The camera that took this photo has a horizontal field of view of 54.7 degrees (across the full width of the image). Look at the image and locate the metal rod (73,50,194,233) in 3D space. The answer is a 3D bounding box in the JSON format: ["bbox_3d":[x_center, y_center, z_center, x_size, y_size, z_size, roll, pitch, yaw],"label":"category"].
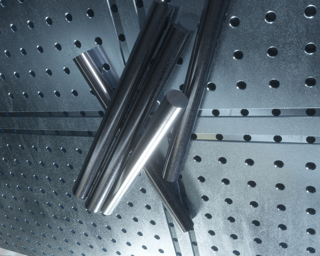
[{"bbox_3d":[-0.031,0.029,0.443,0.025,0.025,0.299,-19,109,35],"label":"metal rod"}]

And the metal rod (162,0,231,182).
[{"bbox_3d":[0.041,-0.050,0.357,0.025,0.025,0.298,23,127,14],"label":"metal rod"}]

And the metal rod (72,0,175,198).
[{"bbox_3d":[-0.058,-0.017,0.399,0.025,0.025,0.298,32,119,7],"label":"metal rod"}]

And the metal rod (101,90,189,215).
[{"bbox_3d":[-0.037,0.055,0.429,0.025,0.025,0.298,36,137,3],"label":"metal rod"}]

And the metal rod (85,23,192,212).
[{"bbox_3d":[-0.040,0.007,0.405,0.025,0.025,0.298,33,119,6],"label":"metal rod"}]
